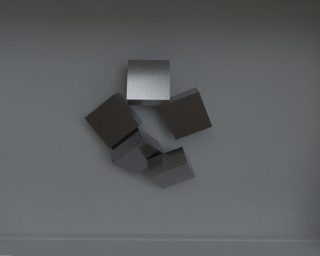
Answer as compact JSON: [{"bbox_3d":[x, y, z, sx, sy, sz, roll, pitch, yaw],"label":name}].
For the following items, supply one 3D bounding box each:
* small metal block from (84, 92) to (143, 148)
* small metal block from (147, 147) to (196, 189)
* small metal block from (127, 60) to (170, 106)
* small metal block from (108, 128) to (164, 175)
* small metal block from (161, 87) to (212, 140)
[{"bbox_3d":[-0.059,-0.010,0.402,0.050,0.025,0.050,-37,95,12],"label":"small metal block"},{"bbox_3d":[0.016,0.055,0.418,0.050,0.025,0.050,-21,146,7],"label":"small metal block"},{"bbox_3d":[-0.014,-0.055,0.379,0.050,0.025,0.050,0,78,-1],"label":"small metal block"},{"bbox_3d":[-0.031,0.032,0.410,0.050,0.025,0.050,-37,142,13],"label":"small metal block"},{"bbox_3d":[0.034,-0.019,0.404,0.050,0.025,0.050,-21,109,7],"label":"small metal block"}]
